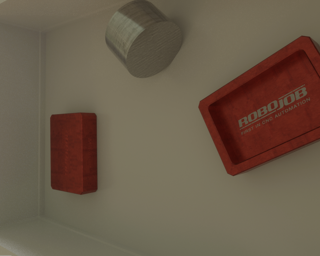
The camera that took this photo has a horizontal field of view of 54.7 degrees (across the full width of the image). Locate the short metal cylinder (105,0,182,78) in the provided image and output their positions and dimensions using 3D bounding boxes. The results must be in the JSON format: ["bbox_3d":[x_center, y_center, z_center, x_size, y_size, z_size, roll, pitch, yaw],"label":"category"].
[{"bbox_3d":[-0.020,-0.109,0.386,0.050,0.081,0.080,51,119,28],"label":"short metal cylinder"}]

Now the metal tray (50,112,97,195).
[{"bbox_3d":[-0.146,0.041,0.521,0.090,0.030,0.129,-1,89,39],"label":"metal tray"}]

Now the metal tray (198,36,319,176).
[{"bbox_3d":[0.111,-0.017,0.311,0.130,0.030,0.090,-33,70,34],"label":"metal tray"}]
